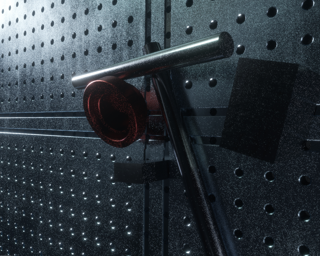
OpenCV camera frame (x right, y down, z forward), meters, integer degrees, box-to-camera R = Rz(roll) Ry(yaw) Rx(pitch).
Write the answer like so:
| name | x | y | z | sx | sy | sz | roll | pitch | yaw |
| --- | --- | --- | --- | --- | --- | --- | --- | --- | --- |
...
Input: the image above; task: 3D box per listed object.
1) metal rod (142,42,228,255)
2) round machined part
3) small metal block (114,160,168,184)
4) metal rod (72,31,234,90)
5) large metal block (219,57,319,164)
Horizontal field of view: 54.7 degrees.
| name | x | y | z | sx | sy | sz | roll | pitch | yaw |
| --- | --- | --- | --- | --- | --- | --- | --- | --- | --- |
| metal rod | 0.030 | 0.030 | 0.382 | 0.025 | 0.025 | 0.299 | -27 | 73 | 36 |
| round machined part | -0.056 | -0.025 | 0.428 | 0.098 | 0.042 | 0.097 | 20 | 125 | 31 |
| small metal block | -0.025 | 0.057 | 0.412 | 0.050 | 0.050 | 0.025 | -3 | 88 | 39 |
| metal rod | -0.036 | -0.078 | 0.407 | 0.300 | 0.025 | 0.025 | -1 | 90 | 48 |
| large metal block | 0.105 | -0.016 | 0.286 | 0.050 | 0.081 | 0.079 | 18 | 101 | 38 |
